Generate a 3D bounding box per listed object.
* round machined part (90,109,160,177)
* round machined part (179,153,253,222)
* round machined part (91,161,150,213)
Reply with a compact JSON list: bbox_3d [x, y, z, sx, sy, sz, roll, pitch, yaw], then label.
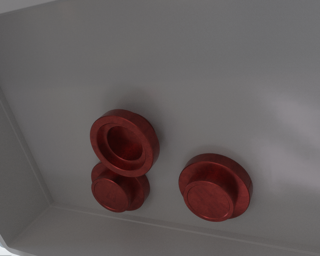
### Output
[{"bbox_3d":[-0.044,0.017,0.432,0.098,0.042,0.097,13,124,21],"label":"round machined part"},{"bbox_3d":[0.070,0.086,0.414,0.098,0.042,0.097,13,124,21],"label":"round machined part"},{"bbox_3d":[-0.069,0.095,0.493,0.098,0.042,0.097,13,124,21],"label":"round machined part"}]
